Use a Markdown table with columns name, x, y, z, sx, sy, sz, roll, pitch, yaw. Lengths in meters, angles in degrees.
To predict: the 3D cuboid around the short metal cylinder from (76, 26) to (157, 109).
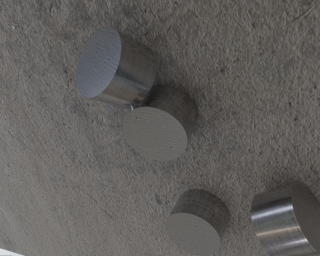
| name | x | y | z | sx | sy | sz | roll | pitch | yaw |
| --- | --- | --- | --- | --- | --- | --- | --- | --- | --- |
| short metal cylinder | -0.050 | -0.066 | 0.350 | 0.080 | 0.050 | 0.080 | -14 | 69 | 41 |

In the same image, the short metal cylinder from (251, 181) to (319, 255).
| name | x | y | z | sx | sy | sz | roll | pitch | yaw |
| --- | --- | --- | --- | --- | --- | --- | --- | --- | --- |
| short metal cylinder | 0.151 | 0.107 | 0.358 | 0.050 | 0.080 | 0.080 | -32 | 101 | 38 |

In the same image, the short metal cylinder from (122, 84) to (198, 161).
| name | x | y | z | sx | sy | sz | roll | pitch | yaw |
| --- | --- | --- | --- | --- | --- | --- | --- | --- | --- |
| short metal cylinder | 0.001 | -0.006 | 0.379 | 0.080 | 0.050 | 0.079 | 12 | 130 | 14 |

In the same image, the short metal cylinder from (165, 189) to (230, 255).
| name | x | y | z | sx | sy | sz | roll | pitch | yaw |
| --- | --- | --- | --- | --- | --- | --- | --- | --- | --- |
| short metal cylinder | 0.054 | 0.136 | 0.446 | 0.080 | 0.050 | 0.079 | 13 | 124 | 21 |
